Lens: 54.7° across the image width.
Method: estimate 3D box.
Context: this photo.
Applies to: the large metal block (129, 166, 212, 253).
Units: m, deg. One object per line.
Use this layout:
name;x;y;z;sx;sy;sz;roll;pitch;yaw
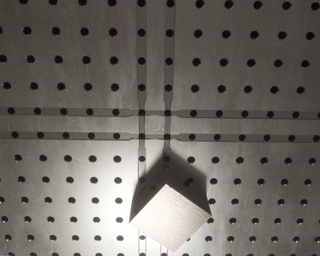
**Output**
large metal block;0.014;0.116;0.443;0.080;0.050;0.080;37;106;-13
